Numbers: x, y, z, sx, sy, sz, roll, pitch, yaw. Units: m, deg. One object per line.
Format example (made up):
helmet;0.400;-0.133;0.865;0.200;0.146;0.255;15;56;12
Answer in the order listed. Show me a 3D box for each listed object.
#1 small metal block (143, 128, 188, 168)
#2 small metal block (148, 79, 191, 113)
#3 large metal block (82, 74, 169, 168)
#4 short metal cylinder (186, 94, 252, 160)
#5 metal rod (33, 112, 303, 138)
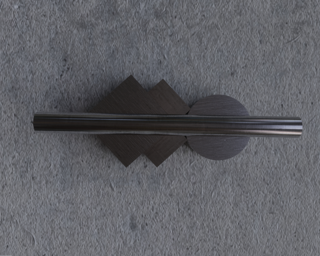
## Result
small metal block;0.006;0.022;0.400;0.050;0.050;0.025;-42;91;0
small metal block;0.011;-0.033;0.399;0.025;0.050;0.050;-43;91;0
large metal block;-0.038;-0.008;0.397;0.080;0.050;0.080;-42;90;0
short metal cylinder;0.070;-0.001;0.398;0.081;0.050;0.080;0;90;0
metal rod;0.009;-0.004;0.359;0.302;0.025;0.025;1;90;-1
